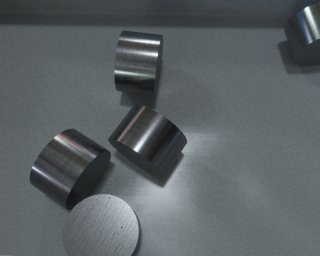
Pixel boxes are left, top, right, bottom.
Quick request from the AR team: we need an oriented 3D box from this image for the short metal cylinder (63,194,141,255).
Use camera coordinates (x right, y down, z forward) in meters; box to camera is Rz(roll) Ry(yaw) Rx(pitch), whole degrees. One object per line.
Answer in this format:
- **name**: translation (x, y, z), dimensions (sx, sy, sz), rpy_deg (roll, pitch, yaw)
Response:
- **short metal cylinder**: translation (-0.063, 0.119, 0.352), dimensions (0.081, 0.050, 0.080), rpy_deg (0, 70, 0)

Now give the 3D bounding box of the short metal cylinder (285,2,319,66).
- **short metal cylinder**: translation (0.221, -0.128, 0.429), dimensions (0.081, 0.080, 0.050), rpy_deg (-8, 70, -3)

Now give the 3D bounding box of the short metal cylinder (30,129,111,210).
- **short metal cylinder**: translation (-0.102, 0.048, 0.362), dimensions (0.050, 0.080, 0.080), rpy_deg (31, 73, 11)

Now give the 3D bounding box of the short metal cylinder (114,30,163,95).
- **short metal cylinder**: translation (-0.026, -0.085, 0.411), dimensions (0.050, 0.080, 0.080), rpy_deg (8, 70, 3)

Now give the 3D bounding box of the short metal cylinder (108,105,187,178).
- **short metal cylinder**: translation (-0.015, 0.017, 0.374), dimensions (0.080, 0.080, 0.050), rpy_deg (32, 73, 11)
